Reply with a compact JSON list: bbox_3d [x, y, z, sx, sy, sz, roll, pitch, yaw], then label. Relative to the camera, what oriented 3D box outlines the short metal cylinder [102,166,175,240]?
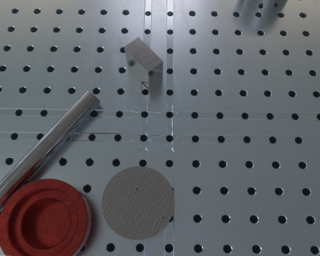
[{"bbox_3d":[-0.024,0.090,0.365,0.081,0.050,0.080,0,70,0],"label":"short metal cylinder"}]

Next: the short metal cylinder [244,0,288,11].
[{"bbox_3d":[0.172,-0.233,0.485,0.081,0.050,0.080,0,70,0],"label":"short metal cylinder"}]

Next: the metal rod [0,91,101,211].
[{"bbox_3d":[-0.183,0.069,0.385,0.025,0.025,0.300,36,74,12],"label":"metal rod"}]

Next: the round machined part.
[{"bbox_3d":[-0.129,0.111,0.361,0.099,0.042,0.098,0,70,0],"label":"round machined part"}]

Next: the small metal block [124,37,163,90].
[{"bbox_3d":[-0.022,-0.089,0.431,0.025,0.050,0.050,-39,75,-13],"label":"small metal block"}]
